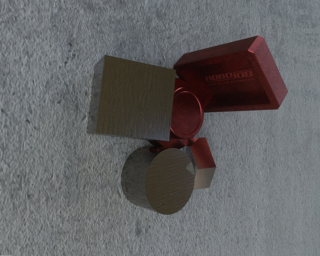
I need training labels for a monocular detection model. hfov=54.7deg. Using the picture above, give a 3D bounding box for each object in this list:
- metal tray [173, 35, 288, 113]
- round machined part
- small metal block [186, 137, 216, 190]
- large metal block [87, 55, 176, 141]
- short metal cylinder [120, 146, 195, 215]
[{"bbox_3d":[0.090,-0.065,0.414,0.030,0.130,0.090,-52,121,-28],"label":"metal tray"},{"bbox_3d":[0.021,-0.019,0.416,0.099,0.042,0.097,0,90,-40],"label":"round machined part"},{"bbox_3d":[0.053,0.049,0.422,0.025,0.050,0.050,-5,139,-10],"label":"small metal block"},{"bbox_3d":[-0.033,-0.029,0.348,0.081,0.050,0.080,7,85,-23],"label":"large metal block"},{"bbox_3d":[-0.002,0.064,0.391,0.081,0.050,0.079,0,90,-40],"label":"short metal cylinder"}]
